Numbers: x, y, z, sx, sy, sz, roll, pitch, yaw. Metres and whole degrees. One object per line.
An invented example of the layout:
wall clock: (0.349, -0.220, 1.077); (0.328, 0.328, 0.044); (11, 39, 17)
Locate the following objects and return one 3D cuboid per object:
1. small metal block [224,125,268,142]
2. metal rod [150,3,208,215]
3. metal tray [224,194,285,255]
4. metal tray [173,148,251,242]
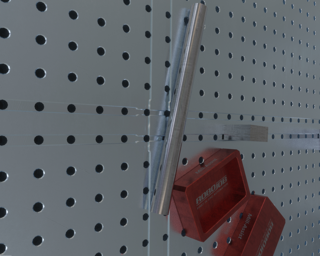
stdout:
small metal block: (0.142, 0.009, 0.512); (0.050, 0.050, 0.025); (5, 87, -40)
metal rod: (0.028, -0.033, 0.432); (0.025, 0.025, 0.299); (19, 78, -39)
metal tray: (0.172, 0.196, 0.550); (0.090, 0.030, 0.130); (48, 61, -29)
metal tray: (0.083, 0.098, 0.474); (0.131, 0.030, 0.090); (-28, 108, -36)
